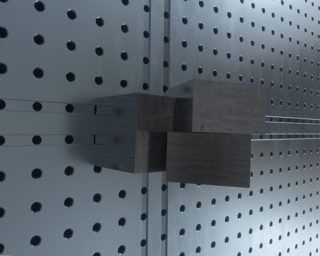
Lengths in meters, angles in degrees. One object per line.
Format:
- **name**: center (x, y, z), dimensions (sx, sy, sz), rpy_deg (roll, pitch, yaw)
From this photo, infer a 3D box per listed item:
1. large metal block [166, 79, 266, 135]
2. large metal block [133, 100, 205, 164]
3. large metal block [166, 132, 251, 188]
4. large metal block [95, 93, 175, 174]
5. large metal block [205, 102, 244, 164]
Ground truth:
- **large metal block**: center (0.057, -0.019, 0.340), dimensions (0.081, 0.080, 0.050), rpy_deg (2, 88, -18)
- **large metal block**: center (0.012, 0.005, 0.403), dimensions (0.081, 0.050, 0.080), rpy_deg (3, 88, -40)
- **large metal block**: center (0.057, 0.031, 0.336), dimensions (0.080, 0.080, 0.050), rpy_deg (8, 84, -73)
- **large metal block**: center (-0.031, 0.005, 0.350), dimensions (0.050, 0.080, 0.079), rpy_deg (2, 89, -40)
- **large metal block**: center (0.071, 0.008, 0.435), dimensions (0.050, 0.080, 0.080), rpy_deg (5, 87, -40)
